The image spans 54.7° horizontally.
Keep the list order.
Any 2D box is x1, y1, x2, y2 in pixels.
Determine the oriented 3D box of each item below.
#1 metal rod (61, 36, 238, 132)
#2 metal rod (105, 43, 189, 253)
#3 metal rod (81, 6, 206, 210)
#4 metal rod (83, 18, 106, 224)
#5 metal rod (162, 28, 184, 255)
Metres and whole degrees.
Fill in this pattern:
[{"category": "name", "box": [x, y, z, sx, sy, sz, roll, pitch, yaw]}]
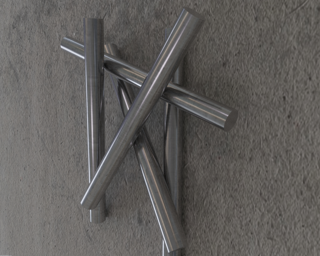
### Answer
[{"category": "metal rod", "box": [-0.036, -0.069, 0.398, 0.300, 0.025, 0.025, 30, 109, 34]}, {"category": "metal rod", "box": [-0.028, 0.008, 0.406, 0.025, 0.025, 0.299, -39, 60, 33]}, {"category": "metal rod", "box": [-0.035, -0.001, 0.373, 0.025, 0.025, 0.298, 50, 125, 28]}, {"category": "metal rod", "box": [-0.090, 0.003, 0.436, 0.025, 0.025, 0.298, 20, 116, 38]}, {"category": "metal rod", "box": [0.016, 0.026, 0.391, 0.025, 0.025, 0.298, 1, 91, 40]}]
